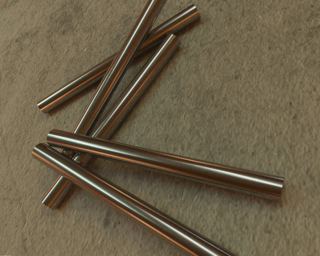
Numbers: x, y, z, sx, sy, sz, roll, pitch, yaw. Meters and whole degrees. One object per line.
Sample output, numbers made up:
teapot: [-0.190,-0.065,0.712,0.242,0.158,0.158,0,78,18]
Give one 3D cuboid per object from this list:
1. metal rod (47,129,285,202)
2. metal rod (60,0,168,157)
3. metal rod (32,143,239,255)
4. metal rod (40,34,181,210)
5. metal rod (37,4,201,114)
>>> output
metal rod: [-0.014,0.037,0.367,0.301,0.025,0.025,10,67,25]
metal rod: [-0.069,-0.077,0.464,0.025,0.025,0.299,22,80,36]
metal rod: [-0.045,0.083,0.355,0.300,0.025,0.025,23,74,29]
metal rod: [-0.065,-0.016,0.445,0.025,0.025,0.300,28,76,37]
metal rod: [-0.071,-0.109,0.505,0.301,0.025,0.025,-30,52,8]
